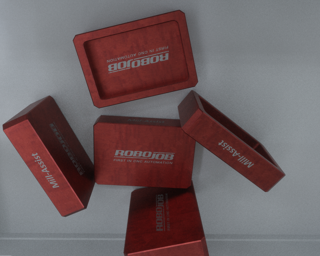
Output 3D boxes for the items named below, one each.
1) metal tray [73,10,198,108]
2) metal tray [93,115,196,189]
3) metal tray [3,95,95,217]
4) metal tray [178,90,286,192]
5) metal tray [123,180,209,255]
[{"bbox_3d":[-0.027,-0.083,0.376,0.131,0.030,0.089,-13,110,4],"label":"metal tray"},{"bbox_3d":[-0.021,0.033,0.417,0.131,0.030,0.089,3,110,-2],"label":"metal tray"},{"bbox_3d":[-0.128,0.032,0.384,0.030,0.090,0.129,-24,109,7],"label":"metal tray"},{"bbox_3d":[0.083,0.013,0.380,0.130,0.090,0.030,36,107,-13],"label":"metal tray"},{"bbox_3d":[0.006,0.118,0.396,0.090,0.130,0.030,-12,110,3],"label":"metal tray"}]
